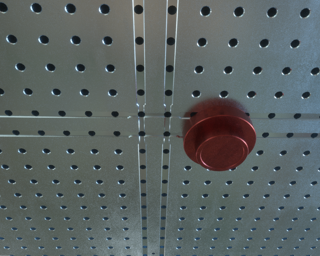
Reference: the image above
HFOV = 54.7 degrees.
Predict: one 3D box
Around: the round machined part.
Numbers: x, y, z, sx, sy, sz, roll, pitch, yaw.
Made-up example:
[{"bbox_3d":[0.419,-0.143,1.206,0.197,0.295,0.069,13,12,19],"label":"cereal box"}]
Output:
[{"bbox_3d":[0.081,0.021,0.420,0.099,0.042,0.097,0,130,0],"label":"round machined part"}]
